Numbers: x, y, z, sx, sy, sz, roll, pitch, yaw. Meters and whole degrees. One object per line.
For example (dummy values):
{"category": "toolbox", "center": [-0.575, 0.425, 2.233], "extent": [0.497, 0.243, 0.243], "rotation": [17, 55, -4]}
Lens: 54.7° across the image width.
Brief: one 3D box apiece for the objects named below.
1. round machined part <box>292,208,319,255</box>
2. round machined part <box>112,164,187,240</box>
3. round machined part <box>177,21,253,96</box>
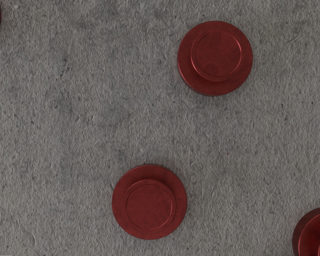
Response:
{"category": "round machined part", "center": [0.230, 0.156, 0.403], "extent": [0.099, 0.042, 0.097], "rotation": [0, 90, 0]}
{"category": "round machined part", "center": [-0.014, 0.097, 0.401], "extent": [0.099, 0.042, 0.097], "rotation": [0, 90, 0]}
{"category": "round machined part", "center": [0.072, -0.091, 0.402], "extent": [0.099, 0.042, 0.097], "rotation": [0, 90, 0]}
